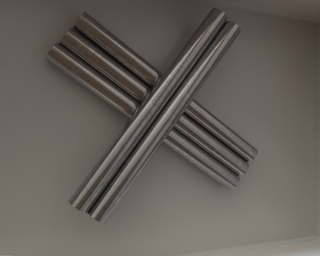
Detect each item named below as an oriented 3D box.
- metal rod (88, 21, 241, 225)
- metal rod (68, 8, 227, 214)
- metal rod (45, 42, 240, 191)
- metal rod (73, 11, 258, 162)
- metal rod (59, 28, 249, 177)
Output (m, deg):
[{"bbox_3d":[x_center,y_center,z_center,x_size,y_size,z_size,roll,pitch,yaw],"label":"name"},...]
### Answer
[{"bbox_3d":[0.012,-0.016,0.387,0.025,0.025,0.300,39,78,-16],"label":"metal rod"},{"bbox_3d":[-0.007,-0.030,0.379,0.025,0.025,0.300,39,78,-16],"label":"metal rod"},{"bbox_3d":[-0.011,-0.005,0.405,0.301,0.025,0.025,36,79,-17],"label":"metal rod"},{"bbox_3d":[0.019,-0.045,0.416,0.301,0.025,0.025,36,78,-17],"label":"metal rod"},{"bbox_3d":[0.004,-0.024,0.410,0.301,0.025,0.025,36,79,-17],"label":"metal rod"}]
